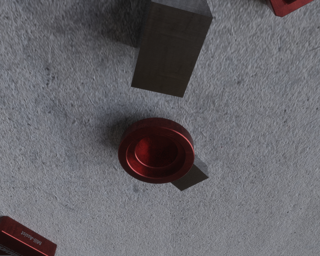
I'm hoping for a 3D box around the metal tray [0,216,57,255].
[{"bbox_3d":[-0.277,0.224,0.590,0.090,0.030,0.130,-27,126,20],"label":"metal tray"}]

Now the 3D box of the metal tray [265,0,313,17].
[{"bbox_3d":[0.116,-0.173,0.258,0.090,0.030,0.130,-26,126,20],"label":"metal tray"}]

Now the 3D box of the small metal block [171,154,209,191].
[{"bbox_3d":[0.037,0.062,0.461,0.050,0.025,0.050,-32,124,24],"label":"small metal block"}]

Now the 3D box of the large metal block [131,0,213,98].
[{"bbox_3d":[0.007,-0.088,0.296,0.050,0.080,0.079,11,129,-10],"label":"large metal block"}]

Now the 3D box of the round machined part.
[{"bbox_3d":[-0.004,0.026,0.414,0.099,0.042,0.097,1,126,2],"label":"round machined part"}]
